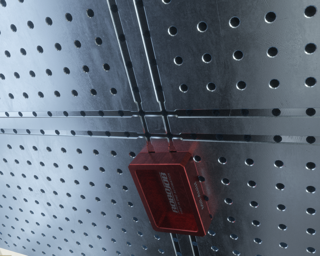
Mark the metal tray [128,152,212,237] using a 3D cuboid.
[{"bbox_3d":[0.016,0.099,0.459,0.090,0.030,0.129,-4,117,30],"label":"metal tray"}]
